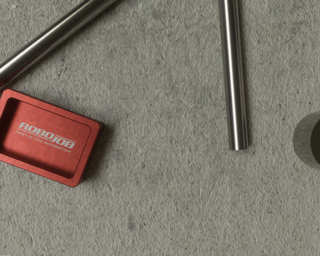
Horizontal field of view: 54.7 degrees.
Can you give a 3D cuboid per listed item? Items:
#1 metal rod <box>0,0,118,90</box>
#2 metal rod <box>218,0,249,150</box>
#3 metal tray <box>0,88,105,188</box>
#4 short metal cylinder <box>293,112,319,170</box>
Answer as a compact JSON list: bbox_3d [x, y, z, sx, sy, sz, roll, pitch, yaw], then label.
[{"bbox_3d":[-0.127,-0.131,0.408,0.301,0.025,0.025,-38,90,-1],"label":"metal rod"},{"bbox_3d":[0.093,-0.121,0.411,0.025,0.025,0.298,-4,90,-1],"label":"metal rod"},{"bbox_3d":[-0.151,0.013,0.405,0.131,0.030,0.090,21,90,-1],"label":"metal tray"},{"bbox_3d":[0.222,0.017,0.401,0.081,0.050,0.079,0,90,-1],"label":"short metal cylinder"}]
